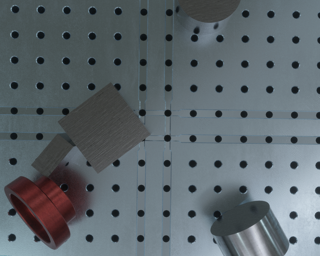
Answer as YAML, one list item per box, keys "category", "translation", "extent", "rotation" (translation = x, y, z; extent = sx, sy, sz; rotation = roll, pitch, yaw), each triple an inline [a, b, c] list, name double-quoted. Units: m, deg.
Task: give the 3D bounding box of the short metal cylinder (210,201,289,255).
- category: "short metal cylinder"
  translation: [0.111, 0.134, 0.388]
  extent: [0.080, 0.080, 0.050]
  rotation: [-28, 90, 0]

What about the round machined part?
- category: "round machined part"
  translation: [-0.143, 0.099, 0.385]
  extent: [0.098, 0.098, 0.042]
  rotation: [51, 54, -1]

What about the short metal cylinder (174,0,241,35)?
- category: "short metal cylinder"
  translation: [0.060, -0.168, 0.402]
  extent: [0.081, 0.050, 0.079]
  rotation: [0, 90, -1]

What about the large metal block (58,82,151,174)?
- category: "large metal block"
  translation: [-0.068, 0.000, 0.400]
  extent: [0.080, 0.050, 0.080]
  rotation: [-37, 90, 0]

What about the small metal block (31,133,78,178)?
- category: "small metal block"
  translation: [-0.130, 0.034, 0.399]
  extent: [0.025, 0.050, 0.050]
  rotation: [40, 90, 0]
